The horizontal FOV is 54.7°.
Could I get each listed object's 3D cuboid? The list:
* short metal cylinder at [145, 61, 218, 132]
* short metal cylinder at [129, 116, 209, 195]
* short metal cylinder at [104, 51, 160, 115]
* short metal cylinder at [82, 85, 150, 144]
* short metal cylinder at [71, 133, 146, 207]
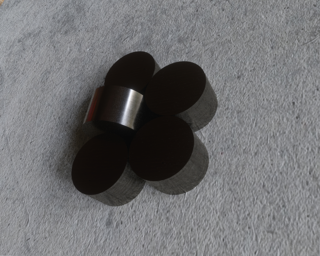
[{"bbox_3d":[0.028,-0.038,0.397,0.080,0.050,0.080,-13,57,21],"label":"short metal cylinder"},{"bbox_3d":[0.011,0.032,0.363,0.080,0.050,0.080,-14,56,22],"label":"short metal cylinder"},{"bbox_3d":[-0.032,-0.062,0.444,0.080,0.050,0.080,-14,56,21],"label":"short metal cylinder"},{"bbox_3d":[-0.056,-0.012,0.407,0.080,0.080,0.050,-3,61,27],"label":"short metal cylinder"},{"bbox_3d":[-0.062,0.053,0.390,0.080,0.050,0.080,-14,56,21],"label":"short metal cylinder"}]
